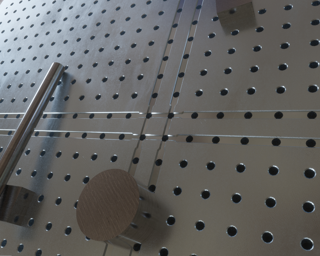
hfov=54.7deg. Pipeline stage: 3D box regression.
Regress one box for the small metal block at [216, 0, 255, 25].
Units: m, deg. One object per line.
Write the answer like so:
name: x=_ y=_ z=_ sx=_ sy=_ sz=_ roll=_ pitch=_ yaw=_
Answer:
small metal block: x=0.112 y=-0.188 z=0.464 sx=0.050 sy=0.025 sz=0.050 roll=-11 pitch=57 yaw=21

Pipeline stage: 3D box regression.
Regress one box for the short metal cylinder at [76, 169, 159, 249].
short metal cylinder: x=-0.048 y=0.094 z=0.359 sx=0.080 sy=0.050 sz=0.080 roll=-13 pitch=56 yaw=20

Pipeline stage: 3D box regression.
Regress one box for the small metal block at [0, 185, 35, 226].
small metal block: x=-0.220 y=0.112 z=0.453 sx=0.050 sy=0.025 sz=0.050 roll=1 pitch=62 yaw=28

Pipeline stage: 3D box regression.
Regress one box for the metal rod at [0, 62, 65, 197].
metal rod: x=-0.218 y=0.010 z=0.493 sx=0.025 sy=0.025 sz=0.300 roll=-4 pitch=53 yaw=26
